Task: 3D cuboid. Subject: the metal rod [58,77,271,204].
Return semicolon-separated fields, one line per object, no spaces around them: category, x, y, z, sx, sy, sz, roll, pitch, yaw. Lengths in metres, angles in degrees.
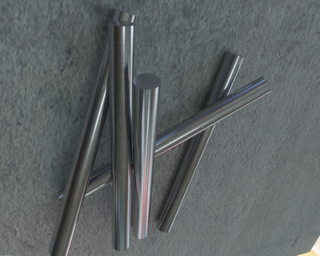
metal rod;0.007;0.017;0.402;0.301;0.025;0.025;-29;129;-2

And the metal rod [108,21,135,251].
metal rod;-0.045;0.033;0.360;0.025;0.025;0.298;-10;122;-24

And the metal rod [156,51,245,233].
metal rod;0.052;0.034;0.458;0.025;0.025;0.298;5;116;-31

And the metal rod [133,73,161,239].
metal rod;-0.021;0.062;0.390;0.025;0.025;0.298;-16;139;-20

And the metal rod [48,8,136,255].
metal rod;-0.082;0.019;0.353;0.025;0.025;0.298;9;107;-33
